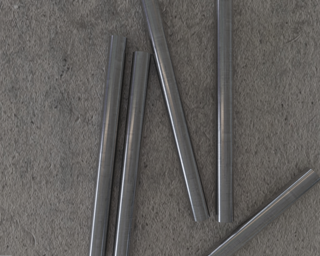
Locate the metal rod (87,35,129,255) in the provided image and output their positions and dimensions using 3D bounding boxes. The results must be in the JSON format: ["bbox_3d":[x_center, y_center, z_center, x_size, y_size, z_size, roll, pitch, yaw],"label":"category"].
[{"bbox_3d":[-0.069,0.030,0.409,0.025,0.025,0.298,6,90,0],"label":"metal rod"}]

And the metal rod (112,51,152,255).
[{"bbox_3d":[-0.038,0.050,0.409,0.025,0.025,0.298,6,90,0],"label":"metal rod"}]

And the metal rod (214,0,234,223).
[{"bbox_3d":[0.085,-0.027,0.410,0.025,0.025,0.298,0,90,0],"label":"metal rod"}]

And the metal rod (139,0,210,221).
[{"bbox_3d":[0.020,-0.026,0.409,0.025,0.025,0.298,-13,90,0],"label":"metal rod"}]

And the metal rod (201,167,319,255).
[{"bbox_3d":[0.089,0.158,0.410,0.300,0.025,0.025,-40,90,0],"label":"metal rod"}]
